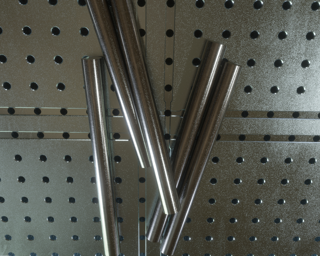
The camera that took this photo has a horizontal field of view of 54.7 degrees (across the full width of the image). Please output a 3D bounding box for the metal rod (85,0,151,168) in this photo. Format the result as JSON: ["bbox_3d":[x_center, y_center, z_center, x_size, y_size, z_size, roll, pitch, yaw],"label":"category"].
[{"bbox_3d":[-0.056,-0.086,0.380,0.025,0.025,0.298,-14,110,5],"label":"metal rod"}]

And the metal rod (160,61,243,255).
[{"bbox_3d":[0.051,0.055,0.434,0.025,0.025,0.298,14,109,-6],"label":"metal rod"}]

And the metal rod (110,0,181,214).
[{"bbox_3d":[-0.017,-0.029,0.387,0.025,0.025,0.298,-12,104,4],"label":"metal rod"}]

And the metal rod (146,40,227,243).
[{"bbox_3d":[0.030,0.032,0.425,0.025,0.025,0.298,14,109,-6],"label":"metal rod"}]

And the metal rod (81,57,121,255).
[{"bbox_3d":[-0.079,0.054,0.432,0.025,0.025,0.298,-2,110,0],"label":"metal rod"}]
